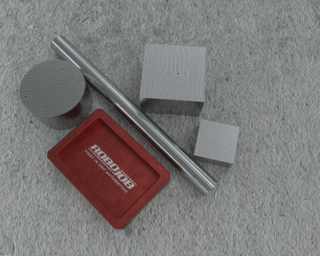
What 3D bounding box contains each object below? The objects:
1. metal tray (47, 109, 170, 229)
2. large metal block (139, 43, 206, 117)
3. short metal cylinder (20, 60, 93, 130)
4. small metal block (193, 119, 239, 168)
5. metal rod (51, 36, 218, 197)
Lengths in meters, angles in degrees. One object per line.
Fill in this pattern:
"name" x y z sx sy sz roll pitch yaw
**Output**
"metal tray" -0.063 0.049 0.388 0.130 0.030 0.090 42 75 13
"large metal block" 0.018 -0.064 0.420 0.081 0.050 0.080 4 70 1
"short metal cylinder" -0.134 -0.043 0.410 0.081 0.050 0.080 0 70 0
"small metal block" 0.072 0.020 0.403 0.050 0.025 0.050 12 70 4
"metal rod" -0.043 -0.024 0.417 0.025 0.025 0.300 -43 76 -14
